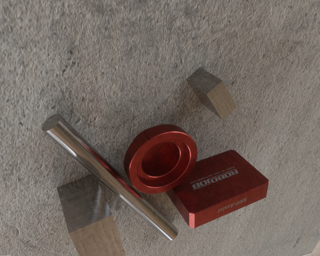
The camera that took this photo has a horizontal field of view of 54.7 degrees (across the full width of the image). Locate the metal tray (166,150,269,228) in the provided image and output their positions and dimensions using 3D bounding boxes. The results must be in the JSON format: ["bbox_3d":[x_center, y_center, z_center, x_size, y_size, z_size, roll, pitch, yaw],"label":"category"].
[{"bbox_3d":[0.081,0.085,0.461,0.131,0.090,0.030,-17,125,-19],"label":"metal tray"}]

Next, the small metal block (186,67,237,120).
[{"bbox_3d":[0.066,-0.045,0.399,0.025,0.050,0.050,-41,130,0],"label":"small metal block"}]

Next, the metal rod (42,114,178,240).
[{"bbox_3d":[-0.050,0.087,0.433,0.025,0.025,0.300,-39,130,-2],"label":"metal rod"}]

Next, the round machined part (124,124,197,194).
[{"bbox_3d":[-0.003,0.037,0.418,0.099,0.042,0.097,-14,124,-21],"label":"round machined part"}]

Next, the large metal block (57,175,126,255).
[{"bbox_3d":[-0.088,0.120,0.397,0.050,0.080,0.080,-21,127,-16],"label":"large metal block"}]
